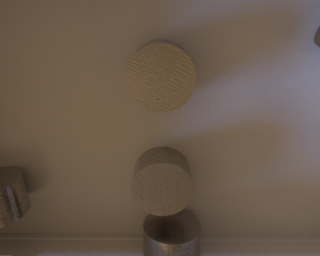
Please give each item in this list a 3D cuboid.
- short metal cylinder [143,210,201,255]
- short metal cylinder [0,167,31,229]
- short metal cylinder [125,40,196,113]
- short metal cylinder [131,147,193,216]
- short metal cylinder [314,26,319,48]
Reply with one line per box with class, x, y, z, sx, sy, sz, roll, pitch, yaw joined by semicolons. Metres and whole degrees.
short metal cylinder;0.016;0.158;0.440;0.081;0.080;0.050;1;110;-1
short metal cylinder;-0.221;0.093;0.414;0.080;0.080;0.050;-6;110;2
short metal cylinder;0.001;-0.064;0.374;0.081;0.050;0.079;0;110;0
short metal cylinder;0.003;0.072;0.424;0.081;0.050;0.079;0;110;0
short metal cylinder;0.224;-0.108;0.344;0.050;0.080;0.080;36;106;-12
